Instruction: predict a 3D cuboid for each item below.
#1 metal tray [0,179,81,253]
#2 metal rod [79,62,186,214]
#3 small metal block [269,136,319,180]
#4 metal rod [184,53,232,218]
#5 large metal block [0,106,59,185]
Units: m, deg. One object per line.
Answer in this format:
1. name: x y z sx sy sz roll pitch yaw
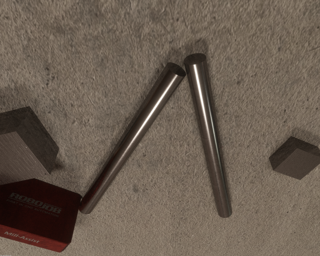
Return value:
1. metal tray: -0.193 0.124 0.466 0.131 0.090 0.030 26 125 -21
2. metal rod: -0.053 0.034 0.434 0.025 0.025 0.298 22 127 -18
3. small metal block: 0.197 0.044 0.448 0.050 0.025 0.050 20 127 -17
4. metal rod: 0.075 0.033 0.436 0.025 0.025 0.299 -11 130 9
5. large metal block: -0.195 0.025 0.409 0.080 0.050 0.080 -12 129 10
